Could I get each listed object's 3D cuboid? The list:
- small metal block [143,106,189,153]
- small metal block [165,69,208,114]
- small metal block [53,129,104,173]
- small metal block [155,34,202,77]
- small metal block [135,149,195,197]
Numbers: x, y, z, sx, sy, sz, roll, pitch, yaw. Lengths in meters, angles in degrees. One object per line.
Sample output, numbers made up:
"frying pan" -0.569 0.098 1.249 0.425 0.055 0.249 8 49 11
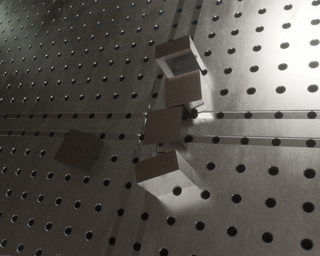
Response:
"small metal block" 0.009 0.002 0.401 0.050 0.025 0.050 -8 58 24
"small metal block" 0.035 -0.046 0.417 0.050 0.025 0.050 -13 56 20
"small metal block" -0.117 0.032 0.448 0.050 0.025 0.050 10 67 32
"small metal block" 0.027 -0.098 0.437 0.050 0.050 0.025 -14 56 20
"small metal block" 0.006 0.053 0.355 0.050 0.050 0.025 -21 54 16
